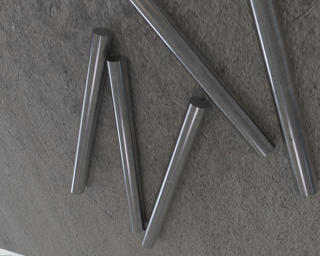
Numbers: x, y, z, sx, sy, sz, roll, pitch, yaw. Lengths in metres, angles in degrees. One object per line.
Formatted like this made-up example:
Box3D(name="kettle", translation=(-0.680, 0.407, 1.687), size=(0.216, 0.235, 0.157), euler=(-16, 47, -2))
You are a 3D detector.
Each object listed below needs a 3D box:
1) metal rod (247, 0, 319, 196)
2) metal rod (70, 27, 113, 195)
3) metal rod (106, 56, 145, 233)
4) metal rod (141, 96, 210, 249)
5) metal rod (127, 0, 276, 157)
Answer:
Box3D(name="metal rod", translation=(0.118, -0.058, 0.308), size=(0.025, 0.025, 0.299), euler=(-9, 114, 32))
Box3D(name="metal rod", translation=(-0.108, -0.003, 0.461), size=(0.025, 0.025, 0.298), euler=(27, 128, 11))
Box3D(name="metal rod", translation=(-0.046, 0.043, 0.457), size=(0.025, 0.025, 0.298), euler=(10, 123, 23))
Box3D(name="metal rod", translation=(0.013, 0.085, 0.452), size=(0.025, 0.025, 0.298), euler=(25, 128, 12))
Box3D(name="metal rod", translation=(0.025, -0.087, 0.339), size=(0.300, 0.025, 0.025), euler=(49, 129, -7))
